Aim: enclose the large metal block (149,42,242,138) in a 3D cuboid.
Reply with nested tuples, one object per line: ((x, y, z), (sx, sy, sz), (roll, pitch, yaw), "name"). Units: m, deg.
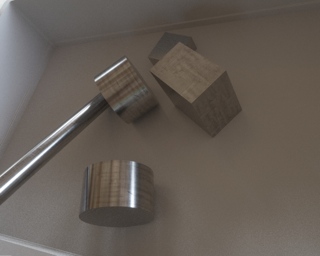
((0.044, -0.045, 0.374), (0.050, 0.080, 0.080), (-44, 51, -2), "large metal block")

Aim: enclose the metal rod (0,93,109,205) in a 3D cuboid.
((-0.144, 0.033, 0.371), (0.025, 0.025, 0.301), (3, 35, 29), "metal rod")

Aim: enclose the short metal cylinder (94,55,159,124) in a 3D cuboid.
((-0.044, -0.052, 0.424), (0.050, 0.080, 0.080), (-35, 52, 5), "short metal cylinder")

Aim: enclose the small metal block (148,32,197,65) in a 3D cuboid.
((0.019, -0.113, 0.464), (0.050, 0.025, 0.050), (23, 74, 36), "small metal block")

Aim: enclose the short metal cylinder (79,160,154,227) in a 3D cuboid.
((-0.047, 0.076, 0.347), (0.080, 0.080, 0.050), (-15, 56, 20), "short metal cylinder")
